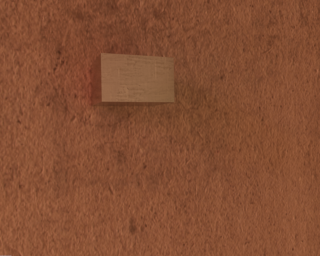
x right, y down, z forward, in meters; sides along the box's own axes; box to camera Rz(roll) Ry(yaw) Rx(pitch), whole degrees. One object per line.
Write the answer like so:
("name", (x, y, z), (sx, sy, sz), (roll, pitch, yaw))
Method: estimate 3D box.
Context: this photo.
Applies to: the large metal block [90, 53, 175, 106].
("large metal block", (-0.036, -0.053, 0.367), (0.081, 0.080, 0.050), (-1, 91, -20))
